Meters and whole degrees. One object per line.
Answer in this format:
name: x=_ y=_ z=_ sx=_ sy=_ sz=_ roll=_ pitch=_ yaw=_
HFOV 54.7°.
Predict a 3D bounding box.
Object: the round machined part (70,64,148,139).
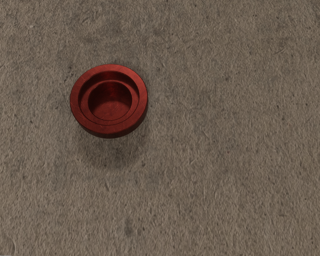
round machined part: x=-0.064 y=-0.032 z=0.410 sx=0.099 sy=0.042 sz=0.098 roll=0 pitch=70 yaw=-1
